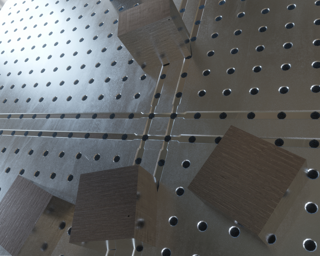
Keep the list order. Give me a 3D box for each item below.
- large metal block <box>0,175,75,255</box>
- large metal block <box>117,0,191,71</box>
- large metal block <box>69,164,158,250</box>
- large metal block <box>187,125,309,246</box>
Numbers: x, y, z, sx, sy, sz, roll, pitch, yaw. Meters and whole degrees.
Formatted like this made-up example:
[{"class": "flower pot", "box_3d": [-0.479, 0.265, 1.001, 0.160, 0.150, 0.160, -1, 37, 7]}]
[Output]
[{"class": "large metal block", "box_3d": [-0.170, 0.119, 0.410, 0.080, 0.050, 0.080, 17, 70, 34]}, {"class": "large metal block", "box_3d": [-0.007, -0.140, 0.463, 0.080, 0.080, 0.050, -15, 56, 20]}, {"class": "large metal block", "box_3d": [-0.051, 0.095, 0.362, 0.080, 0.050, 0.080, -12, 57, 22]}, {"class": "large metal block", "box_3d": [0.089, 0.056, 0.312, 0.080, 0.050, 0.080, 29, 78, 37]}]
